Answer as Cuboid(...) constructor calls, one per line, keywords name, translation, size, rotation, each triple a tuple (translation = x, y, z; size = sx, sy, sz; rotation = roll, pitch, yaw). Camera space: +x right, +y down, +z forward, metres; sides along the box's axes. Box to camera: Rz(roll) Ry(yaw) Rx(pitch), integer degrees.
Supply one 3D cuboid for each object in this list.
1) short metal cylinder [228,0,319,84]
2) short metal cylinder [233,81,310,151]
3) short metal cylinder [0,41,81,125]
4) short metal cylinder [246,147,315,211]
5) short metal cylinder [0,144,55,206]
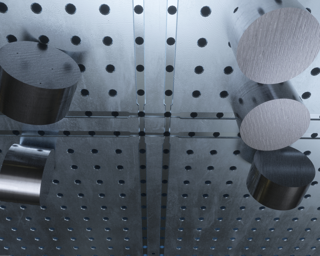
Cuboid(name="short metal cylinder", translation=(0.115, -0.092, 0.318), size=(0.081, 0.050, 0.079), rotation=(0, 130, 0))
Cuboid(name="short metal cylinder", translation=(0.135, -0.018, 0.382), size=(0.081, 0.050, 0.079), rotation=(0, 130, 0))
Cuboid(name="short metal cylinder", translation=(-0.132, -0.049, 0.332), size=(0.081, 0.080, 0.050), rotation=(19, 127, -16))
Cuboid(name="short metal cylinder", translation=(0.168, 0.068, 0.436), size=(0.081, 0.080, 0.050), rotation=(1, 130, -2))
Cuboid(name="short metal cylinder", translation=(-0.181, 0.065, 0.428), size=(0.050, 0.080, 0.079), rotation=(9, 130, -8))
